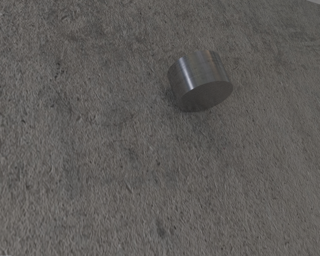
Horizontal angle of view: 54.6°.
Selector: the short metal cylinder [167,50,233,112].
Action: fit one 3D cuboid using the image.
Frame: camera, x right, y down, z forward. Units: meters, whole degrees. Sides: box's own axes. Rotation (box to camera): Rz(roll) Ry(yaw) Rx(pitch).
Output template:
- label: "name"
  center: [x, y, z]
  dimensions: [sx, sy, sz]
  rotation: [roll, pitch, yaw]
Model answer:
- label: "short metal cylinder"
  center: [0.056, -0.064, 0.437]
  dimensions: [0.081, 0.080, 0.050]
  rotation: [-4, 64, -30]
